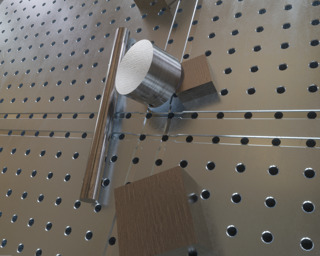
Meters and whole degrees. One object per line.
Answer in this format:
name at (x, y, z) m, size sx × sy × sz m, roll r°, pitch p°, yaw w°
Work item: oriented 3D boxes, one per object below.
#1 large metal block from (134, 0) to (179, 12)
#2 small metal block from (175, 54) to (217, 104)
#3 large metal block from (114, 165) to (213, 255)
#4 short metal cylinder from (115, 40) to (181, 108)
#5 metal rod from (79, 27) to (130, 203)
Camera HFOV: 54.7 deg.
large metal block at (0.000, -0.257, 0.549) m, size 0.080 × 0.050 × 0.080 m, roll 23°, pitch 74°, yaw 36°
small metal block at (0.046, -0.067, 0.424) m, size 0.050 × 0.025 × 0.050 m, roll -18°, pitch 55°, yaw 17°
large metal block at (0.002, 0.097, 0.331) m, size 0.080 × 0.050 × 0.080 m, roll -22°, pitch 54°, yaw 14°
short metal cylinder at (-0.017, -0.074, 0.427) m, size 0.080 × 0.050 × 0.080 m, roll -27°, pitch 52°, yaw 41°
metal rod at (-0.078, -0.037, 0.469) m, size 0.025 × 0.025 × 0.299 m, roll -8°, pitch 58°, yaw 23°
